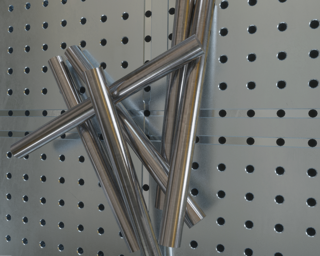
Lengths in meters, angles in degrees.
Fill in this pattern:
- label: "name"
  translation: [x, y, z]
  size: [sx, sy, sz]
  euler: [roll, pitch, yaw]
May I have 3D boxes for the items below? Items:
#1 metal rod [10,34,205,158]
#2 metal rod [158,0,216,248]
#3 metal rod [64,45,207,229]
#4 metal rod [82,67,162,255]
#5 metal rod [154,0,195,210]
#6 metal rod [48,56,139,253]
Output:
- label: "metal rod"
  translation: [-0.081, -0.031, 0.401]
  size: [0.300, 0.025, 0.025]
  euler: [-27, 81, 20]
- label: "metal rod"
  translation: [0.034, -0.018, 0.365]
  size: [0.025, 0.025, 0.299]
  euler: [6, 78, 20]
- label: "metal rod"
  translation: [-0.043, -0.002, 0.410]
  size: [0.025, 0.025, 0.300]
  euler: [-43, 70, 15]
- label: "metal rod"
  translation: [-0.038, 0.073, 0.388]
  size: [0.025, 0.025, 0.299]
  euler: [-13, 100, 19]
- label: "metal rod"
  translation: [0.020, -0.043, 0.405]
  size: [0.025, 0.025, 0.298]
  euler: [7, 92, 20]
- label: "metal rod"
  translation: [-0.093, 0.031, 0.446]
  size: [0.025, 0.025, 0.299]
  euler: [-28, 81, 18]
